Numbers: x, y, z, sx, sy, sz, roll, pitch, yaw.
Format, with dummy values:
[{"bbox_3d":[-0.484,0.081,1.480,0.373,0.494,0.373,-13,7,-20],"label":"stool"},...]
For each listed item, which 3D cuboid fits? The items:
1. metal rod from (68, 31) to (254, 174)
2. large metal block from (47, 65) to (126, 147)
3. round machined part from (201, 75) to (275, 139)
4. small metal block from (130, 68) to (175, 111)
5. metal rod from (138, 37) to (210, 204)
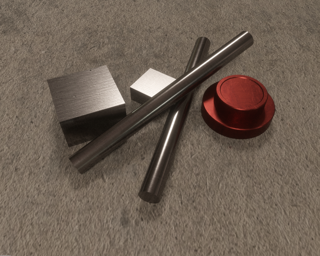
[{"bbox_3d":[0.013,-0.043,0.409,0.301,0.025,0.025,-38,59,-17],"label":"metal rod"},{"bbox_3d":[-0.096,-0.031,0.412,0.081,0.050,0.080,-18,53,-15],"label":"large metal block"},{"bbox_3d":[0.108,-0.035,0.423,0.099,0.042,0.098,0,50,0],"label":"round machined part"},{"bbox_3d":[-0.007,-0.055,0.449,0.050,0.025,0.050,27,55,20],"label":"small metal block"},{"bbox_3d":[0.031,-0.034,0.431,0.025,0.025,0.300,13,51,10],"label":"metal rod"}]
